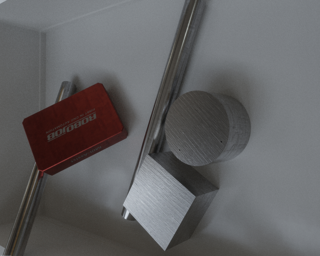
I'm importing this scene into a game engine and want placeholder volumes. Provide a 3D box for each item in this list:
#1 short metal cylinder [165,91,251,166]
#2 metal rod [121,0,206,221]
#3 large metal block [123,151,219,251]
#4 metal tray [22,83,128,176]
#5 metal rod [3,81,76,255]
[{"bbox_3d":[0.053,0.000,0.346,0.080,0.050,0.079,0,90,39],"label":"short metal cylinder"},{"bbox_3d":[0.000,-0.014,0.404,0.025,0.025,0.298,27,107,36],"label":"metal rod"},{"bbox_3d":[0.011,0.085,0.380,0.080,0.050,0.079,38,113,33],"label":"large metal block"},{"bbox_3d":[-0.125,0.001,0.456,0.131,0.030,0.090,-27,69,-3],"label":"metal tray"},{"bbox_3d":[-0.178,0.058,0.470,0.025,0.025,0.299,-14,55,39],"label":"metal rod"}]
